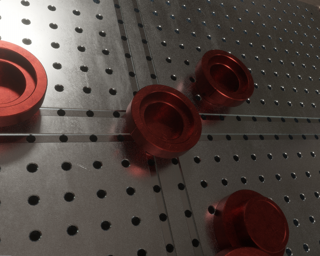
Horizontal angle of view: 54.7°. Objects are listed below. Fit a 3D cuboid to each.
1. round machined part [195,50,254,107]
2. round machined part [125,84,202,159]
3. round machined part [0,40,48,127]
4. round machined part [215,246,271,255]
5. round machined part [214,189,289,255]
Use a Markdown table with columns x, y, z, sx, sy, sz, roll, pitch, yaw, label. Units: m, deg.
| x | y | z | sx | sy | sz | roll | pitch | yaw | label |
| --- | --- | --- | --- | --- | --- | --- | --- | --- | --- |
| 0.098 | -0.075 | 0.498 | 0.099 | 0.042 | 0.098 | 14 | 56 | -21 | round machined part |
| 0.001 | -0.005 | 0.402 | 0.099 | 0.042 | 0.098 | 14 | 56 | -21 | round machined part |
| -0.175 | -0.043 | 0.330 | 0.099 | 0.042 | 0.098 | 14 | 56 | -21 | round machined part |
| 0.085 | 0.178 | 0.328 | 0.099 | 0.042 | 0.098 | 6 | 70 | -17 | round machined part |
| 0.121 | 0.124 | 0.389 | 0.099 | 0.042 | 0.098 | 14 | 56 | -21 | round machined part |
